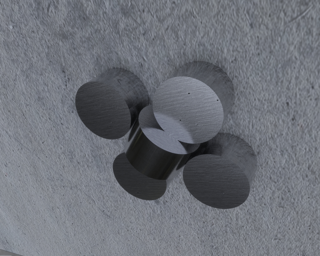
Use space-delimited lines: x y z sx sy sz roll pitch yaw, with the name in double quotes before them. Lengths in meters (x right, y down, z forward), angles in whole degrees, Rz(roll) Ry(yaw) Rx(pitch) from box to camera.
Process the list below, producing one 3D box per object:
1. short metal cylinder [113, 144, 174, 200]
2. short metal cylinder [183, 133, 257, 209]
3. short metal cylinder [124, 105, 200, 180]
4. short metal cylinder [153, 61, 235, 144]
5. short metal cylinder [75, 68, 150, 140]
"short metal cylinder" -0.018 0.053 0.432 0.080 0.050 0.079 13 124 20
"short metal cylinder" 0.075 0.052 0.383 0.080 0.050 0.079 13 124 20
"short metal cylinder" 0.003 0.016 0.380 0.080 0.080 0.050 34 129 5
"short metal cylinder" 0.039 -0.029 0.350 0.080 0.050 0.079 13 124 20
"short metal cylinder" -0.061 -0.032 0.402 0.080 0.050 0.079 13 124 20
